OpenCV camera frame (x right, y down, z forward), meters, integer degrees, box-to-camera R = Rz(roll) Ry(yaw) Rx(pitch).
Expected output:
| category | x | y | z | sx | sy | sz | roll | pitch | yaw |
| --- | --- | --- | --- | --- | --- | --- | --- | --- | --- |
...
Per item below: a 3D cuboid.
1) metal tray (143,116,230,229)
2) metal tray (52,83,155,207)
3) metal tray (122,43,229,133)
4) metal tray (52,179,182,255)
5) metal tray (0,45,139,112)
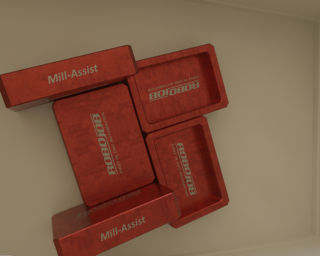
| category | x | y | z | sx | sy | sz | roll | pitch | yaw |
| --- | --- | --- | --- | --- | --- | --- | --- | --- | --- |
| metal tray | 0.034 | 0.057 | 0.420 | 0.091 | 0.030 | 0.129 | -19 | 97 | -19 |
| metal tray | -0.068 | 0.019 | 0.380 | 0.091 | 0.030 | 0.129 | -19 | 97 | -19 |
| metal tray | 0.021 | -0.054 | 0.415 | 0.131 | 0.030 | 0.089 | -18 | 96 | -20 |
| metal tray | -0.053 | 0.101 | 0.354 | 0.131 | 0.090 | 0.030 | -18 | 97 | -19 |
| metal tray | -0.098 | -0.052 | 0.336 | 0.131 | 0.090 | 0.030 | -19 | 97 | -19 |
